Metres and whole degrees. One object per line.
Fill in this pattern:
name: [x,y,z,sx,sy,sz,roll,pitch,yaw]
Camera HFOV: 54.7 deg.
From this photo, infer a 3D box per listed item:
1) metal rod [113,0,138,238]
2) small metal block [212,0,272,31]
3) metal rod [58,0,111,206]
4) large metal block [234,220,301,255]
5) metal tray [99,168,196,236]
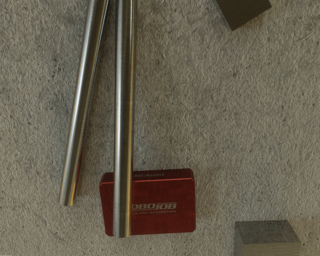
metal rod: [-0.045,-0.004,0.387,0.025,0.025,0.298,2,102,-1]
small metal block: [0.091,-0.148,0.357,0.050,0.025,0.050,-31,108,10]
metal rod: [-0.099,-0.031,0.396,0.025,0.025,0.298,13,110,-5]
large metal block: [0.158,0.189,0.469,0.081,0.050,0.079,-2,110,0]
metal tray: [-0.016,0.108,0.447,0.131,0.030,0.089,-3,110,0]
